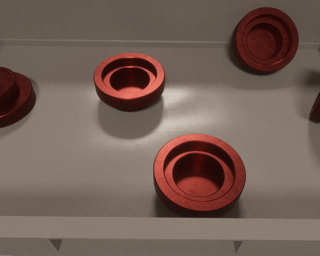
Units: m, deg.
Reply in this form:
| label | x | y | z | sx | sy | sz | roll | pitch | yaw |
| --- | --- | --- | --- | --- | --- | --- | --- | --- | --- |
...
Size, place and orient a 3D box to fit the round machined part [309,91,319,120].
| label | x | y | z | sx | sy | sz | roll | pitch | yaw |
| --- | --- | --- | --- | --- | --- | --- | --- | --- | --- |
| round machined part | 0.238 | -0.051 | 0.404 | 0.042 | 0.097 | 0.098 | 26 | 55 | 20 |

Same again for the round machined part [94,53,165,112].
| label | x | y | z | sx | sy | sz | roll | pitch | yaw |
| --- | --- | --- | --- | --- | --- | --- | --- | --- | --- |
| round machined part | -0.042 | -0.061 | 0.445 | 0.099 | 0.042 | 0.098 | 0 | 50 | 0 |

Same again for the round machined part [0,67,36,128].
| label | x | y | z | sx | sy | sz | roll | pitch | yaw |
| --- | --- | --- | --- | --- | --- | --- | --- | --- | --- |
| round machined part | -0.230 | -0.048 | 0.432 | 0.099 | 0.042 | 0.098 | 0 | 50 | 0 |

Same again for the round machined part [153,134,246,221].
| label | x | y | z | sx | sy | sz | roll | pitch | yaw |
| --- | --- | --- | --- | --- | --- | --- | --- | --- | --- |
| round machined part | 0.042 | 0.057 | 0.347 | 0.099 | 0.042 | 0.098 | 0 | 50 | 0 |

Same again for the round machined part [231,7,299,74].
| label | x | y | z | sx | sy | sz | roll | pitch | yaw |
| --- | --- | --- | --- | --- | --- | --- | --- | --- | --- |
| round machined part | 0.160 | -0.134 | 0.487 | 0.099 | 0.042 | 0.097 | 0 | 92 | -4 |
